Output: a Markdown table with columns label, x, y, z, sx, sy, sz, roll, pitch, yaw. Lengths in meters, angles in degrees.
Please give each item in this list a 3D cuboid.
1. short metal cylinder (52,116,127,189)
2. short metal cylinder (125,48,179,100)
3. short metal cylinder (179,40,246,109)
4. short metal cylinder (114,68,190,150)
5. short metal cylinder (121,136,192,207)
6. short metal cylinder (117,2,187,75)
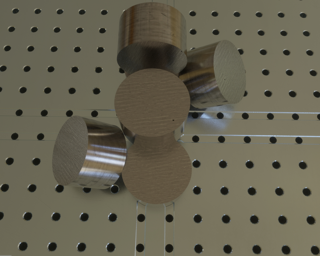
| label | x | y | z | sx | sy | sz | roll | pitch | yaw |
| --- | --- | --- | --- | --- | --- | --- | --- | --- | --- |
| short metal cylinder | -0.084 | 0.030 | 0.365 | 0.050 | 0.080 | 0.080 | 16 | 63 | -42 |
| short metal cylinder | -0.007 | -0.074 | 0.425 | 0.081 | 0.050 | 0.080 | 0 | 71 | 0 |
| short metal cylinder | 0.069 | -0.067 | 0.400 | 0.050 | 0.080 | 0.080 | -7 | 64 | 41 |
| short metal cylinder | -0.008 | -0.020 | 0.352 | 0.081 | 0.050 | 0.080 | 0 | 70 | 0 |
| short metal cylinder | -0.004 | 0.054 | 0.378 | 0.081 | 0.050 | 0.080 | 0 | 71 | 0 |
| short metal cylinder | -0.009 | -0.099 | 0.364 | 0.081 | 0.080 | 0.050 | 0 | 70 | 0 |
